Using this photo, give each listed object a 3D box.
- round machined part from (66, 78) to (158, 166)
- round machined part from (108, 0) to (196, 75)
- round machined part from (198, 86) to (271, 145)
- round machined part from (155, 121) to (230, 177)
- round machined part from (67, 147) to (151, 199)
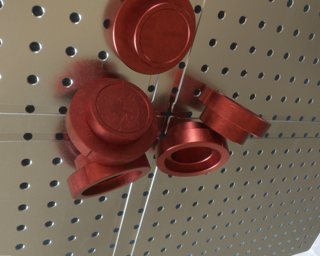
[{"bbox_3d":[-0.046,-0.012,0.330,0.099,0.098,0.042,0,156,-29],"label":"round machined part"},{"bbox_3d":[-0.003,-0.104,0.336,0.099,0.042,0.097,-14,124,-21],"label":"round machined part"},{"bbox_3d":[0.091,-0.013,0.407,0.099,0.098,0.042,21,106,-37],"label":"round machined part"},{"bbox_3d":[0.042,0.027,0.424,0.099,0.042,0.098,-4,146,-2],"label":"round machined part"},{"bbox_3d":[-0.064,0.048,0.376,0.099,0.042,0.098,-21,163,-6],"label":"round machined part"}]
